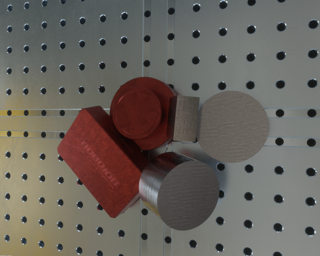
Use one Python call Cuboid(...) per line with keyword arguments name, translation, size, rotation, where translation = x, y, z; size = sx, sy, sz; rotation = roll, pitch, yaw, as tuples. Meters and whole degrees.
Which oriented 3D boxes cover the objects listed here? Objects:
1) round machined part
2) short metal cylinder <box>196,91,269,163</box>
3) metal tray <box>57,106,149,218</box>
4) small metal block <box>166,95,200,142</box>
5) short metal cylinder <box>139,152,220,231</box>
Cuboid(name="round machined part", translation=(-0.023, -0.019, 0.407), size=(0.098, 0.042, 0.097), rotation=(0, 90, 19))
Cuboid(name="short metal cylinder", translation=(0.086, -0.001, 0.365), size=(0.080, 0.050, 0.079), rotation=(0, 90, 20))
Cuboid(name="metal tray", translation=(-0.074, 0.045, 0.420), size=(0.130, 0.030, 0.090), rotation=(47, 119, 13))
Cuboid(name="small metal block", translation=(0.026, -0.011, 0.367), size=(0.025, 0.050, 0.050), rotation=(5, 91, -8))
Cuboid(name="short metal cylinder", translation=(0.022, 0.072, 0.365), size=(0.050, 0.081, 0.079), rotation=(16, 97, 63))
